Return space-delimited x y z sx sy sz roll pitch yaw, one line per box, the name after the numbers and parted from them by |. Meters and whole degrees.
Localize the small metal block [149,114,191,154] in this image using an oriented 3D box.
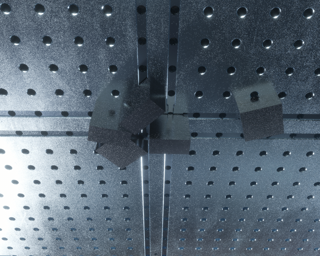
0.012 0.007 0.401 0.050 0.050 0.025 1 130 -1 | small metal block

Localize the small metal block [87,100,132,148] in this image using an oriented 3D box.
-0.060 -0.006 0.390 0.050 0.050 0.025 10 130 -9 | small metal block

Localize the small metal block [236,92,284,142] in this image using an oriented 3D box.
0.130 -0.014 0.401 0.050 0.025 0.050 -13 129 11 | small metal block

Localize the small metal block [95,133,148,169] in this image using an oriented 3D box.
-0.052 0.025 0.432 0.050 0.025 0.050 -34 123 25 | small metal block

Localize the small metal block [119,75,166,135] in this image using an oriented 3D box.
-0.021 -0.028 0.371 0.050 0.050 0.025 -37 121 26 | small metal block
